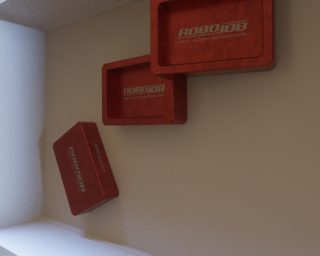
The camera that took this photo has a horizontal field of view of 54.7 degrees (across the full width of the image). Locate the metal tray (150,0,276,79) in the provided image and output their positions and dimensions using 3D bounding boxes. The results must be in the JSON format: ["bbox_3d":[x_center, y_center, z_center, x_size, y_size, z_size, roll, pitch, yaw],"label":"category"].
[{"bbox_3d":[0.055,-0.104,0.335,0.130,0.030,0.089,-1,90,24],"label":"metal tray"}]

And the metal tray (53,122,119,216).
[{"bbox_3d":[-0.124,0.065,0.503,0.090,0.030,0.130,-34,69,34],"label":"metal tray"}]

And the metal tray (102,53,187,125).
[{"bbox_3d":[-0.025,-0.049,0.422,0.130,0.030,0.089,-1,90,39],"label":"metal tray"}]
